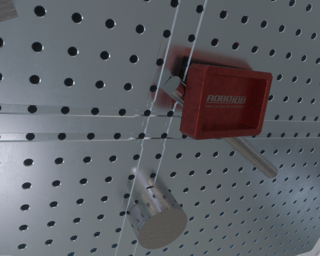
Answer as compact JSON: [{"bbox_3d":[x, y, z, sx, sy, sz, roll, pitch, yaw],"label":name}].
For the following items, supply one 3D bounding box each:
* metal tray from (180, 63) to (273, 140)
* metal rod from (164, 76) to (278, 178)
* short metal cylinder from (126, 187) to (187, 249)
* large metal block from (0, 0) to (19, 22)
[{"bbox_3d":[0.091,-0.034,0.412,0.131,0.030,0.089,-2,106,-36],"label":"metal tray"},{"bbox_3d":[0.111,0.014,0.480,0.025,0.025,0.301,-49,129,7],"label":"metal rod"},{"bbox_3d":[-0.005,0.138,0.478,0.081,0.050,0.079,-14,124,-21],"label":"short metal cylinder"},{"bbox_3d":[-0.166,-0.116,0.232,0.081,0.050,0.080,-23,127,-14],"label":"large metal block"}]
